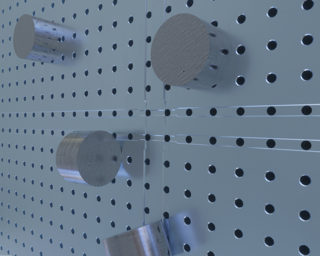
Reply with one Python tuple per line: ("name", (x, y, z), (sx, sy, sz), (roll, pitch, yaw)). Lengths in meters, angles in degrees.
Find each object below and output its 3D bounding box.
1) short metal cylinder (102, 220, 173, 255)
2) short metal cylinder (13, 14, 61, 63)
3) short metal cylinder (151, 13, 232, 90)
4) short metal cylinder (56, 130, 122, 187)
("short metal cylinder", (-0.028, 0.155, 0.395), (0.080, 0.081, 0.050), (-29, 72, 36))
("short metal cylinder", (-0.231, -0.166, 0.580), (0.080, 0.050, 0.079), (0, 90, 39))
("short metal cylinder", (0.036, -0.086, 0.362), (0.080, 0.050, 0.079), (0, 90, 39))
("short metal cylinder", (-0.104, 0.044, 0.456), (0.050, 0.081, 0.079), (-1, 89, 40))
